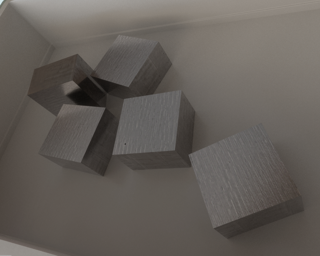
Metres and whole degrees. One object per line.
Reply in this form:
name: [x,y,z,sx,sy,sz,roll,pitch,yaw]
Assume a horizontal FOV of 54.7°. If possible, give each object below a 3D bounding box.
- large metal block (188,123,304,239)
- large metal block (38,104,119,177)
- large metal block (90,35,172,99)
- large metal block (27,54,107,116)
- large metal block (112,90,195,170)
large metal block: [0.085,0.054,0.312,0.080,0.050,0.080,-25,53,12]
large metal block: [-0.109,0.016,0.435,0.080,0.050,0.080,7,65,30]
large metal block: [-0.042,-0.087,0.464,0.080,0.050,0.080,21,73,35]
large metal block: [-0.138,-0.058,0.477,0.080,0.080,0.050,-13,57,20]
large metal block: [-0.005,0.005,0.388,0.080,0.050,0.080,-6,59,24]
